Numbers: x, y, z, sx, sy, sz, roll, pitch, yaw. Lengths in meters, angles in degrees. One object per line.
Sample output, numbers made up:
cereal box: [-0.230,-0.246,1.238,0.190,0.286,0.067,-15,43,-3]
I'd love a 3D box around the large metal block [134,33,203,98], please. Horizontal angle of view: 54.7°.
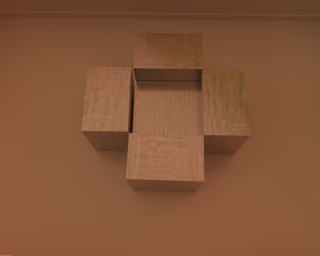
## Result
large metal block: [0.010,-0.079,0.408,0.080,0.080,0.050,1,70,0]

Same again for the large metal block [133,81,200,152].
large metal block: [0.008,-0.013,0.399,0.080,0.050,0.080,1,70,0]

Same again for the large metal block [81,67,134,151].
large metal block: [-0.059,-0.021,0.387,0.050,0.080,0.080,1,70,0]

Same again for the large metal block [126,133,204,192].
large metal block: [0.006,0.043,0.363,0.080,0.080,0.050,2,70,0]

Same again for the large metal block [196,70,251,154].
large metal block: [0.074,-0.016,0.386,0.050,0.080,0.080,1,70,0]
